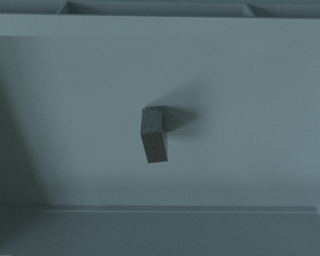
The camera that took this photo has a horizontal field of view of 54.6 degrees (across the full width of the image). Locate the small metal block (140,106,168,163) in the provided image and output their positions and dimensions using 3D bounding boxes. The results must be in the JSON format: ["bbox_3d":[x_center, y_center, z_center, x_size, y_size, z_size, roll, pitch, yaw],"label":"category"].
[{"bbox_3d":[-0.006,0.009,0.395,0.025,0.050,0.050,-7,129,6],"label":"small metal block"}]
